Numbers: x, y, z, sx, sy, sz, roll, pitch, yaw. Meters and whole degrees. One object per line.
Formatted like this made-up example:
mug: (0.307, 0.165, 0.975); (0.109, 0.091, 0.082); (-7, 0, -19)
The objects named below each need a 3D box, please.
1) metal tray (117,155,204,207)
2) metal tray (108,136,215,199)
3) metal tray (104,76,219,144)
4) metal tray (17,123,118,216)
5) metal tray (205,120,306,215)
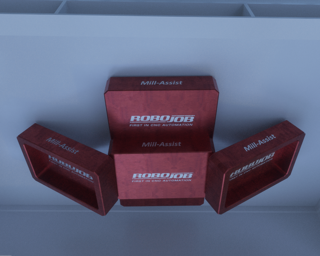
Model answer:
metal tray: (0.003, 0.080, 0.470); (0.131, 0.030, 0.089); (-1, 130, 0)
metal tray: (0.003, 0.054, 0.410); (0.131, 0.030, 0.089); (-1, 130, 0)
metal tray: (0.002, -0.018, 0.387); (0.131, 0.030, 0.089); (-1, 130, 0)
metal tray: (-0.120, 0.055, 0.409); (0.130, 0.030, 0.089); (21, 135, 21)
metal tray: (0.123, 0.051, 0.407); (0.131, 0.030, 0.089); (-21, 134, -21)
